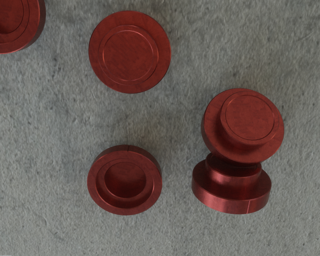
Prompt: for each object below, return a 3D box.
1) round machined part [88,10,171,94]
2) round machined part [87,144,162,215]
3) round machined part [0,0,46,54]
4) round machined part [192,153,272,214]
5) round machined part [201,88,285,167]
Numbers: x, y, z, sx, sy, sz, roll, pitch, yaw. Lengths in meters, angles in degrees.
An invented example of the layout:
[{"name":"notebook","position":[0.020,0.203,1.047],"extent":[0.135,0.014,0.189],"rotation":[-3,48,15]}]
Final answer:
[{"name":"round machined part","position":[-0.036,-0.088,0.368],"extent":[0.099,0.042,0.097],"rotation":[0,110,-1]},{"name":"round machined part","position":[-0.046,0.067,0.425],"extent":[0.099,0.042,0.097],"rotation":[0,110,-1]},{"name":"round machined part","position":[-0.178,-0.135,0.348],"extent":[0.099,0.042,0.097],"rotation":[0,110,-1]},{"name":"round machined part","position":[0.091,0.061,0.393],"extent":[0.099,0.098,0.042],"rotation":[2,115,-1]},{"name":"round machined part","position":[0.102,-0.006,0.372],"extent":[0.099,0.042,0.098],"rotation":[1,69,-3]}]
